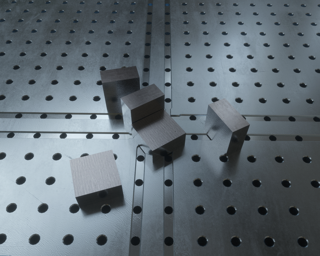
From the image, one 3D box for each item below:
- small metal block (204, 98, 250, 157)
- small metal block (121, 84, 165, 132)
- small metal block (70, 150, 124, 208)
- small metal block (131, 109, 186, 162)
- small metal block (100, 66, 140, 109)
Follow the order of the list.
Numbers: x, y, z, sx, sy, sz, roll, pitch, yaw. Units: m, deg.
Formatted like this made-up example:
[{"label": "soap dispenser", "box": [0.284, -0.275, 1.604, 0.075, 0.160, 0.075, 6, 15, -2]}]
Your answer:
[{"label": "small metal block", "box": [0.083, -0.001, 0.393, 0.025, 0.050, 0.050, -22, 54, -18]}, {"label": "small metal block", "box": [-0.022, -0.024, 0.412, 0.050, 0.050, 0.025, -27, 55, -21]}, {"label": "small metal block", "box": [-0.073, 0.058, 0.358, 0.050, 0.025, 0.050, -13, 51, -12]}, {"label": "small metal block", "box": [-0.002, 0.009, 0.400, 0.050, 0.025, 0.050, -27, 55, -21]}, {"label": "small metal block", "box": [-0.055, -0.057, 0.439, 0.050, 0.050, 0.025, -10, 51, -9]}]
